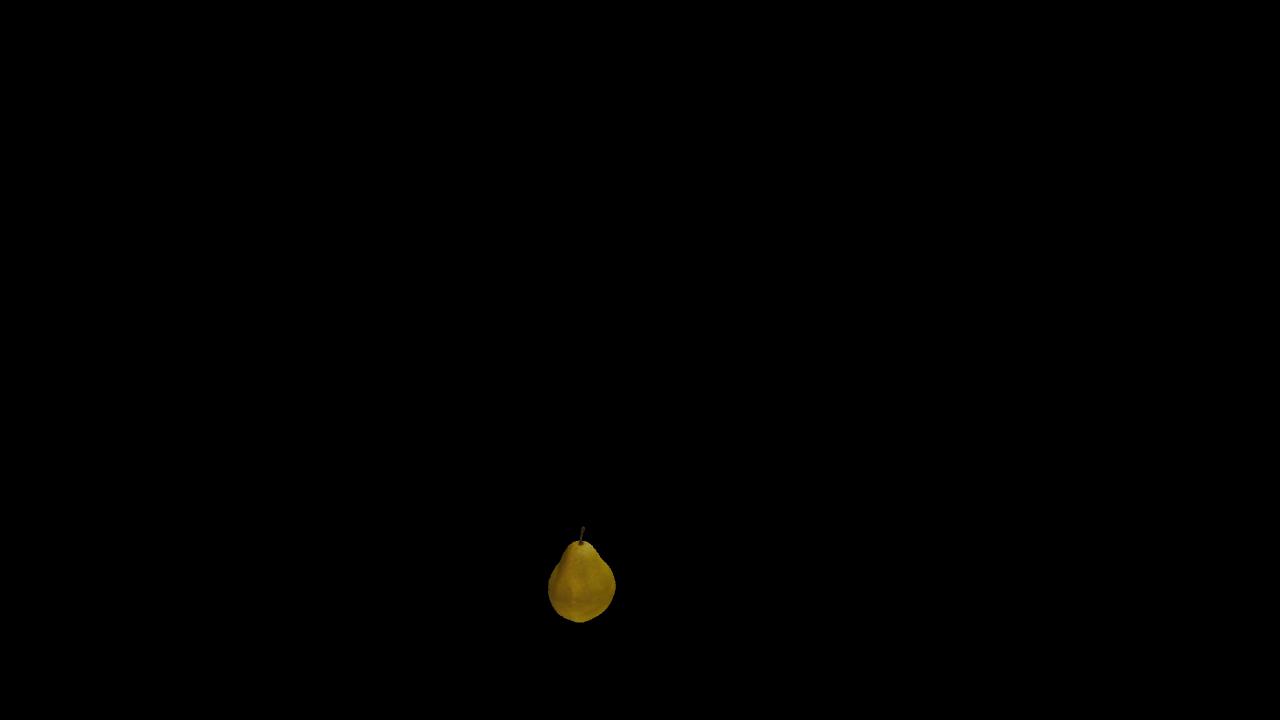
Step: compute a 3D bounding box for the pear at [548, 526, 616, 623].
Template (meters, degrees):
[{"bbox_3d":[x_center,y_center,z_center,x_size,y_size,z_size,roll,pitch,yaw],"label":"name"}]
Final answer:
[{"bbox_3d":[-0.071,0.249,0.717,0.080,0.111,0.080,-7,27,3],"label":"pear"}]
